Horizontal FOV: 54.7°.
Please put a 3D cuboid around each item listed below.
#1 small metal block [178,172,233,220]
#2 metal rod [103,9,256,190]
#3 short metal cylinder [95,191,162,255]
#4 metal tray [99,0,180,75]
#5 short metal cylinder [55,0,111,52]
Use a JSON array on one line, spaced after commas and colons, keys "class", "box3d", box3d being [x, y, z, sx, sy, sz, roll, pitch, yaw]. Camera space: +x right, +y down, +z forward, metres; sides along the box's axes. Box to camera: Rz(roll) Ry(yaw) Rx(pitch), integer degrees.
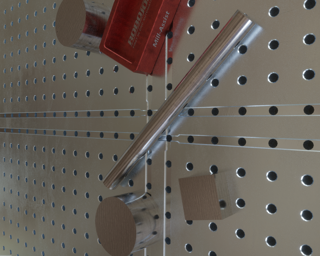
[{"class": "small metal block", "box3d": [0.053, 0.081, 0.366, 0.050, 0.025, 0.050, -15, 80, 39]}, {"class": "metal rod", "box3d": [0.009, -0.018, 0.402, 0.298, 0.025, 0.025, -50, 61, 28]}, {"class": "short metal cylinder", "box3d": [-0.044, 0.131, 0.430, 0.080, 0.050, 0.079, 0, 90, 40]}, {"class": "metal tray", "box3d": [-0.029, -0.151, 0.429, 0.090, 0.030, 0.129, 36, 112, 34]}, {"class": "short metal cylinder", "box3d": [-0.122, -0.165, 0.494, 0.080, 0.050, 0.079, 0, 90, 40]}]
